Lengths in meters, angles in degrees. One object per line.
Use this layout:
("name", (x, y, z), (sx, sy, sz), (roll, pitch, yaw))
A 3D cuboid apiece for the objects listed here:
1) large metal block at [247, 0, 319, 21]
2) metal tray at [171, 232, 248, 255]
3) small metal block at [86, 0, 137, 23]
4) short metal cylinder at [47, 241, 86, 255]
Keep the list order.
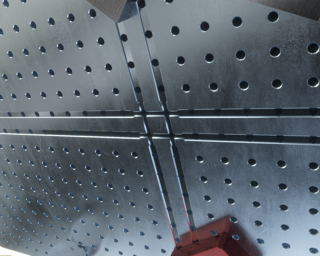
("large metal block", (0.097, -0.129, 0.244), (0.080, 0.080, 0.050), (23, 127, 14))
("metal tray", (0.084, 0.228, 0.504), (0.090, 0.030, 0.129), (47, 129, -5))
("small metal block", (-0.051, -0.154, 0.343), (0.050, 0.025, 0.050), (38, 129, 3))
("short metal cylinder", (-0.202, 0.293, 0.663), (0.080, 0.080, 0.050), (27, 128, 11))
